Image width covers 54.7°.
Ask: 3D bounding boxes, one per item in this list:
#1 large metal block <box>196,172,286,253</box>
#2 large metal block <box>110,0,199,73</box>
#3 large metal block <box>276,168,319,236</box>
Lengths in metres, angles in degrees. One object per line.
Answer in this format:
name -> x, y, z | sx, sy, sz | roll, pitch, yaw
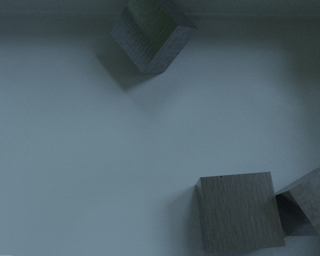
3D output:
large metal block -> 0.089, 0.098, 0.361 | 0.081, 0.050, 0.080 | -4, 70, -2
large metal block -> -0.010, -0.132, 0.422 | 0.080, 0.080, 0.050 | 53, 34, 16
large metal block -> 0.179, 0.079, 0.352 | 0.080, 0.080, 0.050 | -27, 73, -10
